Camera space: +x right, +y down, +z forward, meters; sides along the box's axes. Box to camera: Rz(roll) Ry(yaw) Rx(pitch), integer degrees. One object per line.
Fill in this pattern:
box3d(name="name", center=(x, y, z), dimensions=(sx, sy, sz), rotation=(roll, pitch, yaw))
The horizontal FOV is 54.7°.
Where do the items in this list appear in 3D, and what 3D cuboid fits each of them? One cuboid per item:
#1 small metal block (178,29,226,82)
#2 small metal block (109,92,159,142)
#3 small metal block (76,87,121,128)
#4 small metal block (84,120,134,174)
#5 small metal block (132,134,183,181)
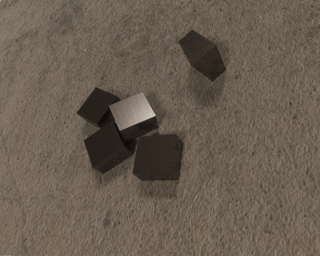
box3d(name="small metal block", center=(0.057, -0.097, 0.416), dimensions=(0.025, 0.050, 0.050), rotation=(-42, 51, 0))
box3d(name="small metal block", center=(-0.036, -0.016, 0.423), dimensions=(0.050, 0.025, 0.050), rotation=(-23, 51, -7))
box3d(name="small metal block", center=(-0.089, -0.028, 0.466), dimensions=(0.050, 0.025, 0.050), rotation=(25, 75, 36))
box3d(name="small metal block", center=(-0.071, 0.026, 0.423), dimensions=(0.050, 0.025, 0.050), rotation=(-34, 52, 6))
box3d(name="small metal block", center=(-0.002, 0.037, 0.381), dimensions=(0.050, 0.025, 0.050), rotation=(-5, 59, 25))
